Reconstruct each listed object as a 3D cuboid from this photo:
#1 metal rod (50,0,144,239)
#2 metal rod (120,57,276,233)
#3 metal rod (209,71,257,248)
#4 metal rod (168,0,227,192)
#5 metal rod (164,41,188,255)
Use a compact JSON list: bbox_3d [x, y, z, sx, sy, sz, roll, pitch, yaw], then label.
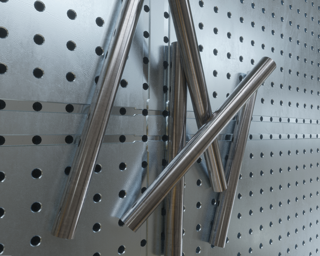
[{"bbox_3d":[-0.066,-0.029,0.355,0.025,0.025,0.299,24,75,-38],"label":"metal rod"},{"bbox_3d":[0.060,0.013,0.415,0.301,0.025,0.025,-47,120,-14],"label":"metal rod"},{"bbox_3d":[0.128,0.044,0.519,0.025,0.025,0.299,25,74,-38],"label":"metal rod"},{"bbox_3d":[0.057,-0.037,0.432,0.025,0.025,0.298,-34,119,-35],"label":"metal rod"},{"bbox_3d":[0.023,0.031,0.430,0.025,0.025,0.298,3,88,-40],"label":"metal rod"}]
